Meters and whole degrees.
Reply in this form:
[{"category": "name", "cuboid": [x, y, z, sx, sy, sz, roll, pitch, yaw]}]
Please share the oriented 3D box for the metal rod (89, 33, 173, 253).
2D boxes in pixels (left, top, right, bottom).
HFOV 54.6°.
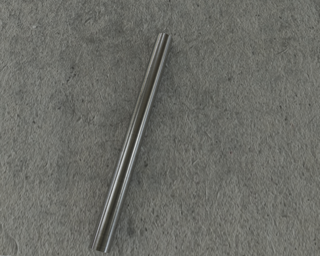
[{"category": "metal rod", "cuboid": [-0.032, 0.004, 0.406, 0.025, 0.025, 0.299, 14, 70, 5]}]
